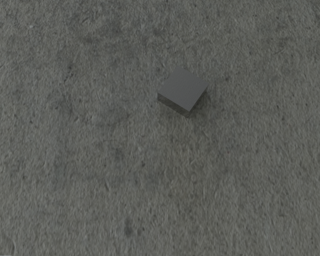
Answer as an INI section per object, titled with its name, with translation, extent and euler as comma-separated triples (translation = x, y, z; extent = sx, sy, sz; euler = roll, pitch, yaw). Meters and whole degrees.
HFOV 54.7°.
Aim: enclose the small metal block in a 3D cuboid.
[small metal block]
translation = 0.032, -0.050, 0.427
extent = 0.050, 0.025, 0.050
euler = 32, 73, 11
